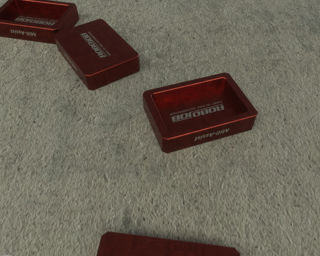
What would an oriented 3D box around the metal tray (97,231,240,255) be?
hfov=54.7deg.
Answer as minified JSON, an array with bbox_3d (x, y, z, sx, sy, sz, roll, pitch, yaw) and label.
[{"bbox_3d":[0.004,0.148,0.275,0.131,0.030,0.090,6,50,5],"label":"metal tray"}]

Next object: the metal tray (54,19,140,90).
[{"bbox_3d":[-0.103,-0.124,0.503,0.091,0.030,0.130,-27,55,-21],"label":"metal tray"}]

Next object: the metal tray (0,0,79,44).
[{"bbox_3d":[-0.227,-0.198,0.564,0.131,0.030,0.090,10,51,8],"label":"metal tray"}]

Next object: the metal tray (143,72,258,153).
[{"bbox_3d":[0.051,-0.024,0.420,0.131,0.030,0.090,-15,52,-12],"label":"metal tray"}]
